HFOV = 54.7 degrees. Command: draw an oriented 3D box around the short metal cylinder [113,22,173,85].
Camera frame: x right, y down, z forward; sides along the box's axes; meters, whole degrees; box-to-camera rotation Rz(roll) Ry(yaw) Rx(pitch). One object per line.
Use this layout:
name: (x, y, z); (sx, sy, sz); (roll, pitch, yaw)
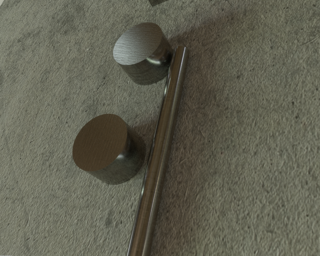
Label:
short metal cylinder: (-0.023, -0.112, 0.469); (0.080, 0.050, 0.080); (-13, 56, 21)

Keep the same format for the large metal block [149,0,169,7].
large metal block: (0.011, -0.275, 0.551); (0.080, 0.050, 0.080); (-14, 56, 20)

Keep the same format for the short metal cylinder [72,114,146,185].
short metal cylinder: (-0.066, 0.028, 0.405); (0.080, 0.050, 0.080); (-13, 56, 21)

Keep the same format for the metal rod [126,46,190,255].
metal rod: (0.002, 0.019, 0.390); (0.025, 0.025, 0.300); (-2, 61, 27)
